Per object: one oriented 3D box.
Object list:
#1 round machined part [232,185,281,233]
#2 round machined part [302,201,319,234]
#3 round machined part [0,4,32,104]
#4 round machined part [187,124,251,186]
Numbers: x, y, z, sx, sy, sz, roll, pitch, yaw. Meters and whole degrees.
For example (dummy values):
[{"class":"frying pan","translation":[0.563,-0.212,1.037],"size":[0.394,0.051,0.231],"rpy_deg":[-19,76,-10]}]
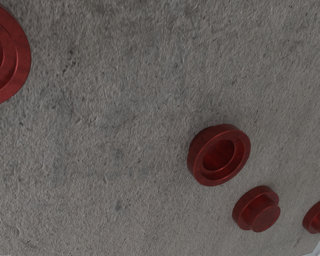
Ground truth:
[{"class":"round machined part","translation":[0.194,0.163,0.602],"size":[0.099,0.042,0.097],"rpy_deg":[-14,124,-21]},{"class":"round machined part","translation":[0.400,0.222,0.751],"size":[0.099,0.042,0.097],"rpy_deg":[-14,124,-21]},{"class":"round machined part","translation":[-0.165,-0.068,0.264],"size":[0.099,0.042,0.097],"rpy_deg":[-14,124,-21]},{"class":"round machined part","translation":[0.083,0.036,0.463],"size":[0.099,0.042,0.097],"rpy_deg":[-14,124,-21]}]
